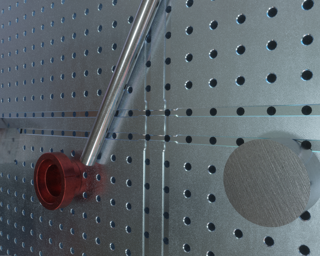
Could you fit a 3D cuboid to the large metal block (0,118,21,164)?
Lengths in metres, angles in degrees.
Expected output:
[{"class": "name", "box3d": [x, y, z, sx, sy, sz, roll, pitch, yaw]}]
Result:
[{"class": "large metal block", "box3d": [-0.356, 0.026, 0.682, 0.080, 0.050, 0.079, 22, 104, 37]}]

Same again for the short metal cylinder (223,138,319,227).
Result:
[{"class": "short metal cylinder", "box3d": [0.110, 0.050, 0.302, 0.080, 0.050, 0.079, 0, 90, 39]}]

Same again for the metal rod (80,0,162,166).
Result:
[{"class": "metal rod", "box3d": [-0.058, -0.073, 0.454, 0.025, 0.025, 0.298, 38, 113, 33]}]

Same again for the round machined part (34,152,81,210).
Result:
[{"class": "round machined part", "box3d": [-0.175, 0.090, 0.539, 0.098, 0.042, 0.097, 0, 90, 39]}]
